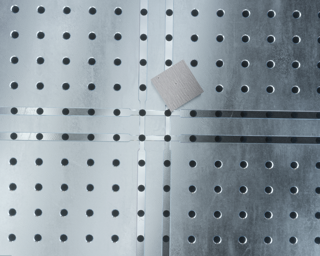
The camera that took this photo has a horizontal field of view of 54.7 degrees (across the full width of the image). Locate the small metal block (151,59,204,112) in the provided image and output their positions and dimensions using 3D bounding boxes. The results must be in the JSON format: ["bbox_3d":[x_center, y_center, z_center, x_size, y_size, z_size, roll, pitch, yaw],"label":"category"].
[{"bbox_3d":[0.022,-0.055,0.414,0.050,0.025,0.050,-32,90,-1],"label":"small metal block"}]
